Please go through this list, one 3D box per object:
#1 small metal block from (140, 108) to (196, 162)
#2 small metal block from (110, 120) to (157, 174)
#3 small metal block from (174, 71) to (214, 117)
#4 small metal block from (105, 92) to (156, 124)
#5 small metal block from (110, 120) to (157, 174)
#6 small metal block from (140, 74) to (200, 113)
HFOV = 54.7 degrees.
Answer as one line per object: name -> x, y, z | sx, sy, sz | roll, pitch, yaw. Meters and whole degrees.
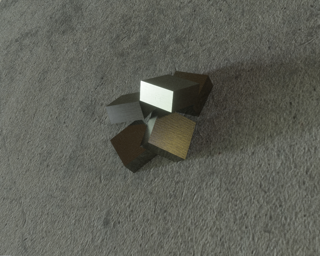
small metal block -> 0.010, 0.008, 0.375 | 0.025, 0.050, 0.050 | -30, 38, 61
small metal block -> -0.030, 0.022, 0.406 | 0.050, 0.025, 0.050 | -38, 51, 2
small metal block -> 0.036, -0.046, 0.414 | 0.050, 0.025, 0.050 | 15, 69, 33
small metal block -> -0.038, -0.030, 0.426 | 0.050, 0.025, 0.050 | -7, 21, 24
small metal block -> -0.030, 0.022, 0.406 | 0.050, 0.025, 0.050 | -38, 51, 2
small metal block -> 0.012, -0.044, 0.375 | 0.050, 0.025, 0.050 | 24, 31, 36
